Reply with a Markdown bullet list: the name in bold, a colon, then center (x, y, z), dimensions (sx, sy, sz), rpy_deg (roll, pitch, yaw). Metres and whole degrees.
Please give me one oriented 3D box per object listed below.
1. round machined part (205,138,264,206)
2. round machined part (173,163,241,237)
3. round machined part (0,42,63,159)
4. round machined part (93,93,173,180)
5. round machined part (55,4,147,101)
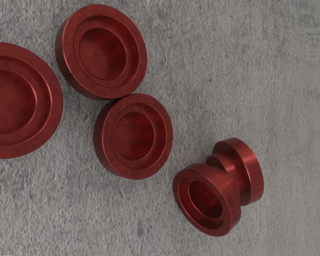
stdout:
- **round machined part**: center (0.100, 0.066, 0.446), dimensions (0.042, 0.098, 0.097), rpy_deg (-17, 102, -18)
- **round machined part**: center (0.067, 0.090, 0.413), dimensions (0.042, 0.098, 0.097), rpy_deg (-27, 107, -36)
- **round machined part**: center (-0.142, -0.023, 0.275), dimensions (0.099, 0.042, 0.097), rpy_deg (0, 90, -40)
- **round machined part**: center (-0.035, 0.009, 0.364), dimensions (0.099, 0.042, 0.097), rpy_deg (0, 91, -40)
- **round machined part**: center (-0.066, -0.078, 0.336), dimensions (0.099, 0.042, 0.097), rpy_deg (3, 85, -38)
